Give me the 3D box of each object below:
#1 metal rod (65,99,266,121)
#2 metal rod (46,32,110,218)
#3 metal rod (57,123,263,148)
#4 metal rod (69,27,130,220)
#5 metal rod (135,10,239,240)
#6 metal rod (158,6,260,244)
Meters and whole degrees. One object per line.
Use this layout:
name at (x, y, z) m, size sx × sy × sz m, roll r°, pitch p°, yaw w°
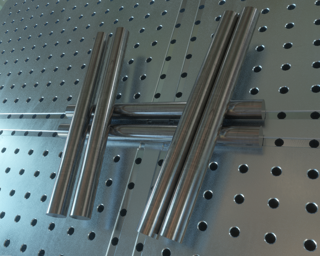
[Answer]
metal rod at (-0.012, -0.024, 0.431) m, size 0.300 × 0.025 × 0.025 m, roll 1°, pitch 62°, yaw 28°
metal rod at (-0.112, -0.023, 0.451) m, size 0.025 × 0.025 × 0.300 m, roll -8°, pitch 58°, yaw 24°
metal rod at (-0.020, 0.007, 0.416) m, size 0.300 × 0.025 × 0.025 m, roll 1°, pitch 62°, yaw 28°
metal rod at (-0.078, -0.025, 0.435) m, size 0.025 × 0.025 × 0.300 m, roll -7°, pitch 58°, yaw 24°
metal rod at (0.041, -0.020, 0.369) m, size 0.025 × 0.025 × 0.300 m, roll 10°, pitch 66°, yaw 32°
metal rod at (0.064, -0.020, 0.357) m, size 0.025 × 0.025 × 0.300 m, roll 10°, pitch 66°, yaw 32°
